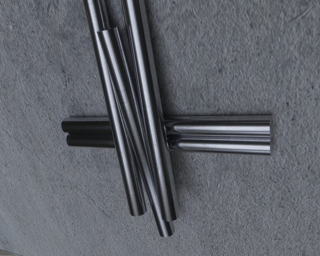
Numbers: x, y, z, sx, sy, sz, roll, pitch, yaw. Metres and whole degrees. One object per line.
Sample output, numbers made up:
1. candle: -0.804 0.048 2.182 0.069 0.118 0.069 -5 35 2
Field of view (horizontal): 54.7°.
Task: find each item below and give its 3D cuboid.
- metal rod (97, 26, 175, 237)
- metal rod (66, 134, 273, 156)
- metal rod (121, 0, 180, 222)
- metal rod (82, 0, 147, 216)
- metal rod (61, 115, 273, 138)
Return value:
1. metal rod: -0.023 0.023 0.400 0.025 0.025 0.298 0 118 28
2. metal rod: -0.006 0.019 0.423 0.300 0.025 0.025 0 119 27
3. metal rod: -0.010 -0.021 0.371 0.025 0.025 0.298 0 111 28
4. metal rod: -0.054 -0.021 0.395 0.025 0.025 0.298 0 111 28
5. metal rod: -0.010 -0.003 0.411 0.300 0.025 0.025 0 119 27
